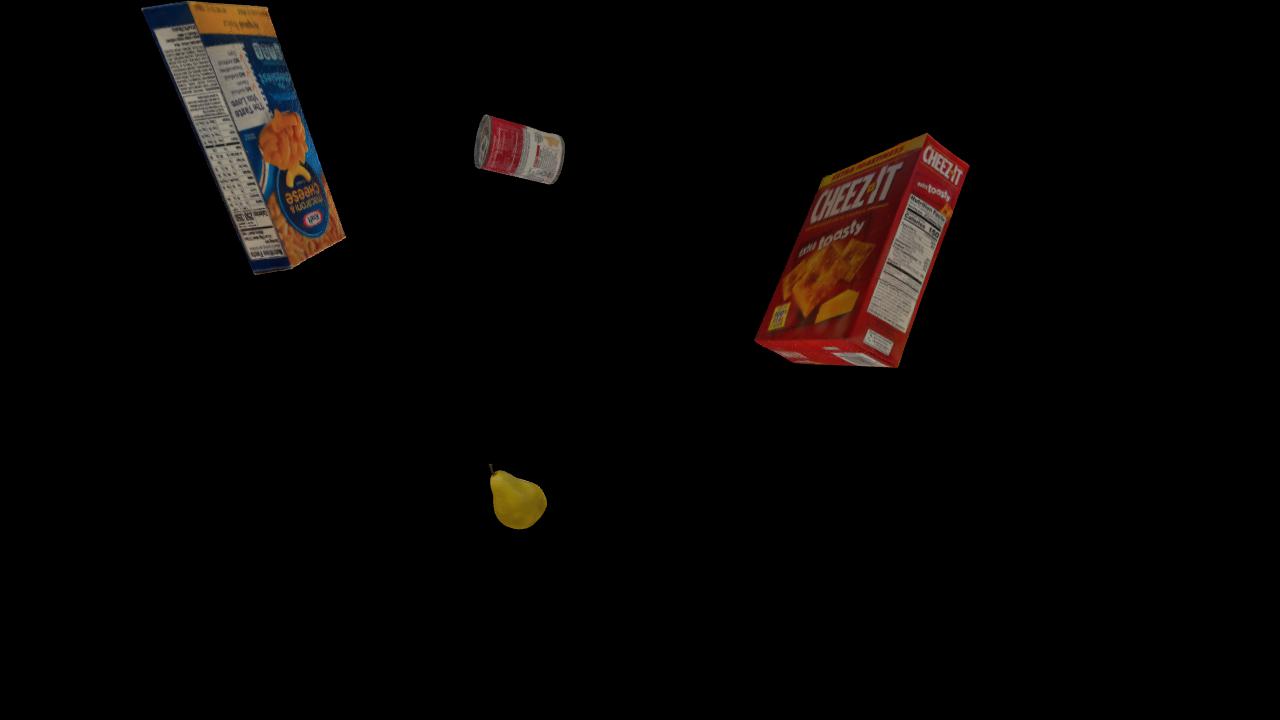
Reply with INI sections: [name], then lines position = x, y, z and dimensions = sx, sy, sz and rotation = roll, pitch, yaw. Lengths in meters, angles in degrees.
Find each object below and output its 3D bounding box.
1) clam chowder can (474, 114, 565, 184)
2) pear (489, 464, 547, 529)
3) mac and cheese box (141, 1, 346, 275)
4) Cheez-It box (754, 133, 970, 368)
[clam chowder can]
position = -0.158, -0.274, 0.807
dimensions = 0.102, 0.068, 0.068
rotation = 5, -3, -30
[pear]
position = -0.192, 0.195, 0.899
dimensions = 0.080, 0.111, 0.080
rotation = -38, 15, 13
[mac and cheese box]
position = -0.295, -0.170, 0.477
dimensions = 0.041, 0.184, 0.093
rotation = -6, 27, 5
[Cheez-It box]
position = 0.227, -0.105, 0.650
dimensions = 0.071, 0.223, 0.166
rotation = 26, -8, -19
